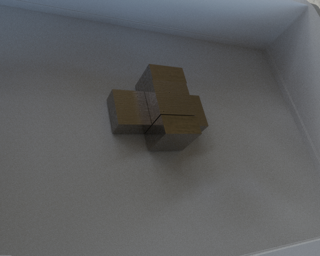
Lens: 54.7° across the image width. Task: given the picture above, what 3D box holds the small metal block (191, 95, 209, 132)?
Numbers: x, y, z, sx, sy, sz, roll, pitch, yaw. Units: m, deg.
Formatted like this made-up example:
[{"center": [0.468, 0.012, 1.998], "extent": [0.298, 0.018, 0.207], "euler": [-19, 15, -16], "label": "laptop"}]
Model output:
[{"center": [0.034, -0.019, 0.433], "extent": [0.050, 0.025, 0.050], "euler": [1, 61, -28], "label": "small metal block"}]

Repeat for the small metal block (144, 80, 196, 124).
[{"center": [0.012, -0.032, 0.396], "extent": [0.050, 0.025, 0.050], "euler": [1, 61, -28], "label": "small metal block"}]

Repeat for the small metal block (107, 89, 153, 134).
[{"center": [-0.037, -0.020, 0.395], "extent": [0.050, 0.025, 0.050], "euler": [1, 61, -28], "label": "small metal block"}]

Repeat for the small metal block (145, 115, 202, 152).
[{"center": [0.016, 0.007, 0.389], "extent": [0.050, 0.050, 0.025], "euler": [1, 62, -28], "label": "small metal block"}]

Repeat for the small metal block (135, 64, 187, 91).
[{"center": [0.000, -0.059, 0.423], "extent": [0.050, 0.050, 0.025], "euler": [1, 62, -28], "label": "small metal block"}]
